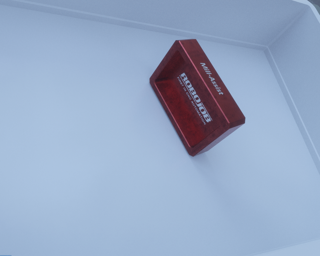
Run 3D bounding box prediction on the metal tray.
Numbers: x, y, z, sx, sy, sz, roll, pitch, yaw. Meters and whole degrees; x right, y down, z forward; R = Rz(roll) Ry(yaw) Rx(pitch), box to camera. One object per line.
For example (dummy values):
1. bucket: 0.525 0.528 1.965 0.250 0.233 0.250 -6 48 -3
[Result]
1. metal tray: 0.043 -0.039 0.406 0.030 0.090 0.130 -17 71 -36
